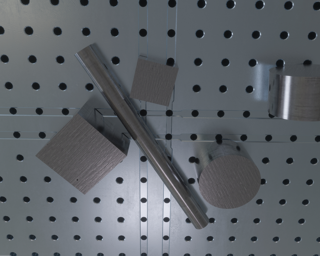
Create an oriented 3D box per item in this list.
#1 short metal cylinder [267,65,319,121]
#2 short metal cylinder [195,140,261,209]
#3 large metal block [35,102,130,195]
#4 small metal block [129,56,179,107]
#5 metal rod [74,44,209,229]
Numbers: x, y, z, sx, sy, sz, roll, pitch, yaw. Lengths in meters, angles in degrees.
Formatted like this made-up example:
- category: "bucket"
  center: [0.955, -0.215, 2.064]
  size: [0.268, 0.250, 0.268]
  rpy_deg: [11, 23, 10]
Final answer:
- category: "short metal cylinder"
  center: [0.171, -0.045, 0.369]
  size: [0.080, 0.080, 0.050]
  rpy_deg: [-4, 110, 1]
- category: "short metal cylinder"
  center: [0.090, 0.062, 0.424]
  size: [0.081, 0.050, 0.079]
  rpy_deg: [0, 110, 0]
- category: "large metal block"
  center: [-0.098, 0.026, 0.409]
  size: [0.080, 0.050, 0.080]
  rpy_deg: [-43, 105, 14]
- category: "small metal block"
  center: [-0.008, -0.059, 0.391]
  size: [0.050, 0.025, 0.050]
  rpy_deg: [13, 110, -5]
- category: "metal rod"
  center: [-0.015, 0.024, 0.421]
  size: [0.025, 0.025, 0.299]
  rpy_deg: [-30, 108, 10]
